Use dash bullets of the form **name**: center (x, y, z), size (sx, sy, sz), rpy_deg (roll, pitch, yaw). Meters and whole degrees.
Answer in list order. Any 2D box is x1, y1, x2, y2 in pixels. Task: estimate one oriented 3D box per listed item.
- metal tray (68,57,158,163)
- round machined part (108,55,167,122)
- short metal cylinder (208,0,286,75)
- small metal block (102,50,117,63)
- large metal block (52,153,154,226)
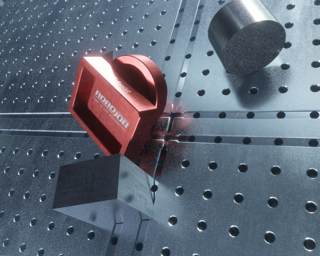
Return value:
- **metal tray**: center (-0.067, -0.023, 0.407), size (0.130, 0.030, 0.089), rpy_deg (44, 127, 28)
- **round machined part**: center (-0.029, -0.050, 0.422), size (0.098, 0.042, 0.097), rpy_deg (12, 110, 36)
- **short metal cylinder**: center (0.106, -0.113, 0.386), size (0.080, 0.080, 0.050), rpy_deg (-26, 53, 12)
- **small metal block**: center (-0.070, -0.081, 0.474), size (0.025, 0.050, 0.050), rpy_deg (-21, 45, 16)
- **large metal block**: center (-0.061, 0.075, 0.359), size (0.080, 0.080, 0.050), rpy_deg (-14, 56, 21)
